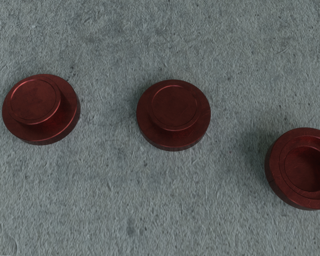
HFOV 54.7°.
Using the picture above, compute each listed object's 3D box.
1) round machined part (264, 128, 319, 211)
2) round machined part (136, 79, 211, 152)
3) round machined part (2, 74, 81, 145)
[{"bbox_3d":[0.177,0.052,0.381,0.099,0.042,0.098,0,70,0],"label":"round machined part"},{"bbox_3d":[0.018,-0.021,0.407,0.099,0.042,0.098,0,70,0],"label":"round machined part"},{"bbox_3d":[-0.159,-0.029,0.409,0.099,0.042,0.098,0,70,0],"label":"round machined part"}]
